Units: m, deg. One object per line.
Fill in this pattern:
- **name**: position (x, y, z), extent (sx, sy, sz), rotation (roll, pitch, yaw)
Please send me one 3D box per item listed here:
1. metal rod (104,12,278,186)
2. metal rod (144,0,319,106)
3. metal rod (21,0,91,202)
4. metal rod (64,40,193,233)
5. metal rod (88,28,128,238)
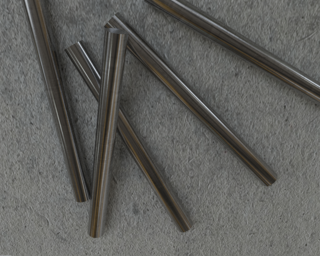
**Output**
- **metal rod**: position (0.049, -0.027, 0.399), extent (0.025, 0.025, 0.300), rotation (-43, 105, 14)
- **metal rod**: position (0.119, -0.087, 0.378), extent (0.301, 0.025, 0.025), rotation (27, 108, -10)
- **metal rod**: position (-0.129, -0.039, 0.394), extent (0.025, 0.025, 0.298), rotation (-7, 110, 2)
- **metal rod**: position (-0.033, 0.024, 0.417), extent (0.025, 0.025, 0.299), rotation (-27, 108, 9)
- **metal rod**: position (-0.071, 0.027, 0.397), extent (0.025, 0.025, 0.298), rotation (9, 118, -4)
